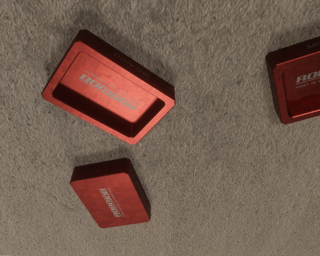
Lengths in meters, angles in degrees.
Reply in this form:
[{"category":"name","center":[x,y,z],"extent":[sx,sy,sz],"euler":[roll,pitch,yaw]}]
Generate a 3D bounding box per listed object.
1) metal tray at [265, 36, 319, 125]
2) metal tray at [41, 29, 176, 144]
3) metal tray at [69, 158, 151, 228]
[{"category":"metal tray","center":[0.196,-0.061,0.354],"extent":[0.130,0.030,0.090],"euler":[-16,129,13]},{"category":"metal tray","center":[-0.058,-0.042,0.367],"extent":[0.131,0.030,0.090],"euler":[30,124,-24]},{"category":"metal tray","center":[-0.074,0.108,0.495],"extent":[0.090,0.030,0.129],"euler":[-11,130,8]}]
